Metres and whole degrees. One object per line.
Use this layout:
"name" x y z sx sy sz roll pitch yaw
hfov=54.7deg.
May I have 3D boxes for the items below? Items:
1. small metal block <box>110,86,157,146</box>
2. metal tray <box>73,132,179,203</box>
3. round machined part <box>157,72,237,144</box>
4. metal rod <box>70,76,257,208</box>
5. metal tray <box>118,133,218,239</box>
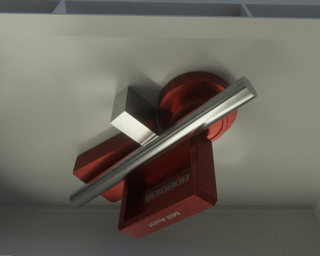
"small metal block" -0.030 -0.015 0.378 0.025 0.050 0.050 -37 121 27
"metal tray" -0.047 0.053 0.449 0.130 0.030 0.090 -28 125 21
"round machined part" 0.046 -0.017 0.382 0.099 0.042 0.097 -1 130 0
"metal rod" -0.017 0.033 0.383 0.299 0.025 0.025 -35 123 30
"metal tray" 0.006 0.069 0.374 0.030 0.090 0.130 34 128 -29
